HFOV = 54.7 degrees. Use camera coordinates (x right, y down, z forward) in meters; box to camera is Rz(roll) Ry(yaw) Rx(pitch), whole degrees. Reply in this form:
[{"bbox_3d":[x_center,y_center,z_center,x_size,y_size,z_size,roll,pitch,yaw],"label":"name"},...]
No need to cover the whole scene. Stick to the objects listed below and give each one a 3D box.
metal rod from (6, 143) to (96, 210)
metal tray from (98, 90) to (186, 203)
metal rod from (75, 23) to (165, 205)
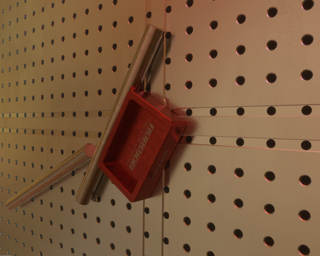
[{"bbox_3d":[-0.216,0.100,0.583,0.299,0.025,0.025,-32,71,35],"label":"metal rod"},{"bbox_3d":[-0.030,0.025,0.428,0.090,0.030,0.129,39,114,32],"label":"metal tray"},{"bbox_3d":[-0.066,-0.007,0.461,0.025,0.025,0.298,39,114,32],"label":"metal rod"}]
